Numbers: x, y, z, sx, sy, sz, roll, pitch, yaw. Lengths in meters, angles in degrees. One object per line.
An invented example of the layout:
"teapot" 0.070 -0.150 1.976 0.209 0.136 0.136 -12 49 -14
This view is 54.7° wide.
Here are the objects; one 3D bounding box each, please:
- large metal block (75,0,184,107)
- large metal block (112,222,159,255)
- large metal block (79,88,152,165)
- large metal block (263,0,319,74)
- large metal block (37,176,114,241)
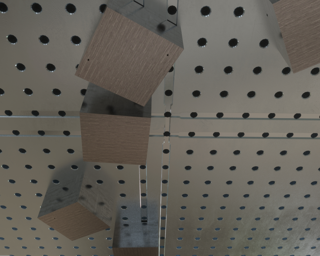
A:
"large metal block" -0.032 -0.081 0.326 0.080 0.050 0.080 24 126 -20
"large metal block" -0.043 0.222 0.584 0.081 0.050 0.079 -1 130 0
"large metal block" -0.054 0.000 0.394 0.081 0.050 0.079 4 130 -4
"large metal block" 0.153 -0.113 0.302 0.080 0.050 0.080 -23 127 17
"large metal block" -0.135 0.133 0.507 0.080 0.050 0.080 -25 126 19
